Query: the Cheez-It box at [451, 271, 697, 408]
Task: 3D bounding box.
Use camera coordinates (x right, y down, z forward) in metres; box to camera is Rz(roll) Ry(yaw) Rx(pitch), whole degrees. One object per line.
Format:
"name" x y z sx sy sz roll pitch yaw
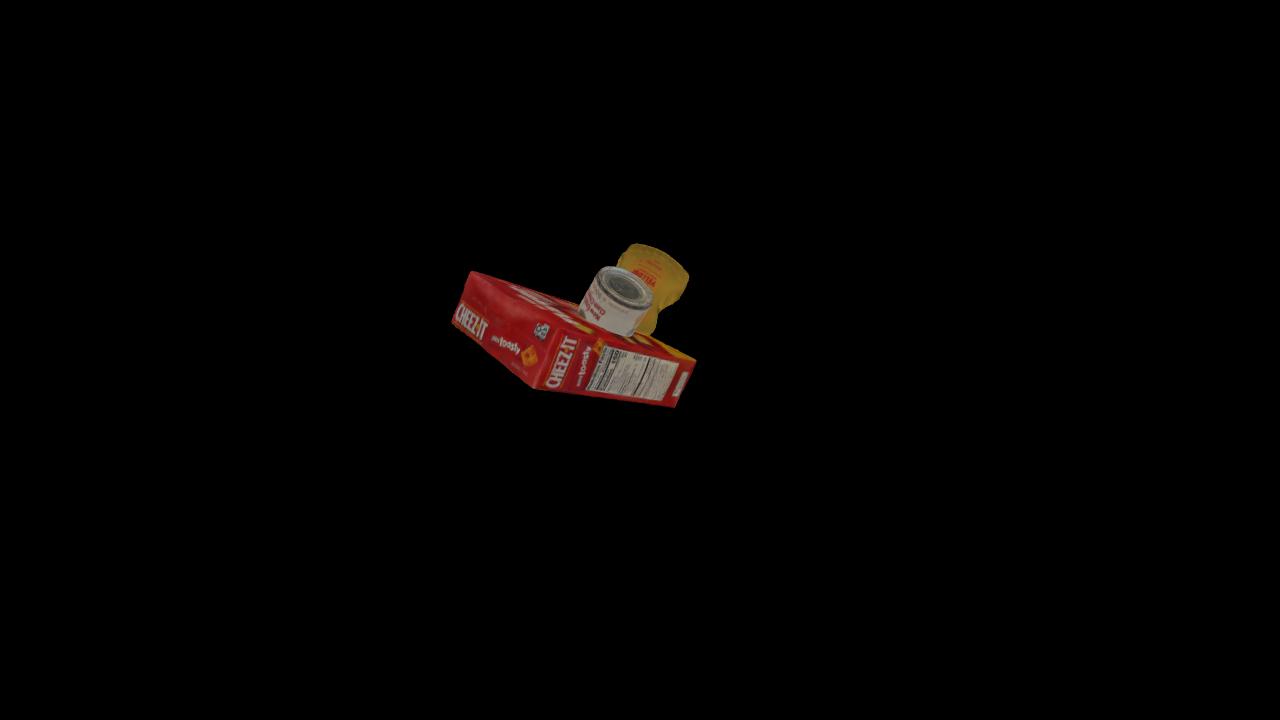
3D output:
"Cheez-It box" -0.068 -0.018 0.681 0.166 0.071 0.223 30 11 39

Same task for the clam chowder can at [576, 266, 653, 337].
"clam chowder can" -0.037 -0.042 0.667 0.068 0.068 0.102 0 -44 -41

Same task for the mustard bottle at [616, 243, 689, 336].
"mustard bottle" -0.018 -0.062 0.742 0.092 0.184 0.054 35 -36 2
